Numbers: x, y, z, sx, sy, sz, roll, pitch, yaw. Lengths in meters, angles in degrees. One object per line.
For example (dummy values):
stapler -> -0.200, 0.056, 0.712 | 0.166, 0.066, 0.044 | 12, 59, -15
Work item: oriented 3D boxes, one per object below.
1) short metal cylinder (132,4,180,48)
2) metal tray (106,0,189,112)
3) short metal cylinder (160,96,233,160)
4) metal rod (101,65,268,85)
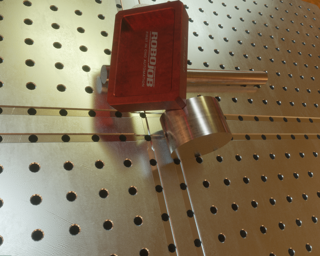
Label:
short metal cylinder -> -0.017, -0.139, 0.467 | 0.081, 0.050, 0.080 | 14, 56, -21
metal tray -> -0.013, -0.087, 0.382 | 0.090, 0.030, 0.129 | -2, 74, 19
short metal cylinder -> 0.045, 0.002, 0.396 | 0.081, 0.080, 0.050 | -4, 64, -30
metal rod -> 0.056, -0.081, 0.487 | 0.303, 0.025, 0.025 | -4, 64, -30
